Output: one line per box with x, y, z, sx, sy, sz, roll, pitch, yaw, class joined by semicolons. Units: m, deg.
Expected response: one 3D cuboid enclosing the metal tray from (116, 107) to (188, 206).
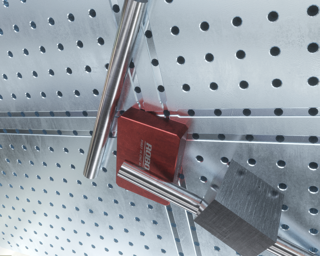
-0.016;0.043;0.443;0.090;0.030;0.129;19;126;17;metal tray

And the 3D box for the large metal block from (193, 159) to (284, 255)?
0.100;0.099;0.384;0.080;0.080;0.050;35;129;5;large metal block

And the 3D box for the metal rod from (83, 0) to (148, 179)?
-0.071;-0.033;0.427;0.025;0.025;0.298;30;128;9;metal rod

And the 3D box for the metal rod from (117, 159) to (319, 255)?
0.083;0.120;0.416;0.301;0.025;0.025;27;128;1;metal rod
